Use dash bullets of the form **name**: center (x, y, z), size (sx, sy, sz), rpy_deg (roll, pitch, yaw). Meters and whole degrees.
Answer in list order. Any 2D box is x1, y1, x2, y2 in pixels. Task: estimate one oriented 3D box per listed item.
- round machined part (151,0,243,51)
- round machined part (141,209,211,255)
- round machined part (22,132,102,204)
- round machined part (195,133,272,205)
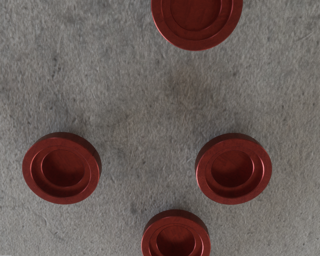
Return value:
- **round machined part**: center (0.039, -0.139, 0.350), size (0.099, 0.042, 0.097), rpy_deg (0, 110, -1)
- **round machined part**: center (0.024, 0.163, 0.457), size (0.099, 0.042, 0.097), rpy_deg (1, 104, 3)
- **round machined part**: center (-0.128, 0.050, 0.417), size (0.099, 0.042, 0.097), rpy_deg (0, 110, -1)
- **round machined part**: center (0.096, 0.051, 0.421), size (0.099, 0.042, 0.097), rpy_deg (0, 110, -1)
